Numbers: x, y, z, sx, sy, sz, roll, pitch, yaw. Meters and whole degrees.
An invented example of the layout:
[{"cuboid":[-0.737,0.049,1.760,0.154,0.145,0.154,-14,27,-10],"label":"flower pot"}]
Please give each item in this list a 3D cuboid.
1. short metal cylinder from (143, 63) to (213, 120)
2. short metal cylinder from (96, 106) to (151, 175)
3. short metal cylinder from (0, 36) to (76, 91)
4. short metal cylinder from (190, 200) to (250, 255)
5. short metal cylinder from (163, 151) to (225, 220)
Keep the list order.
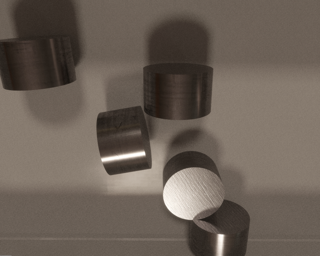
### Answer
[{"cuboid":[0.021,-0.046,0.365,0.081,0.080,0.050,0,110,-1],"label":"short metal cylinder"},{"cuboid":[-0.043,0.016,0.387,0.050,0.080,0.079,-10,110,3],"label":"short metal cylinder"},{"cuboid":[-0.140,-0.076,0.352,0.081,0.080,0.050,-3,110,1],"label":"short metal cylinder"},{"cuboid":[0.083,0.144,0.436,0.081,0.080,0.050,0,111,-1],"label":"short metal cylinder"},{"cuboid":[0.044,0.078,0.428,0.081,0.050,0.079,0,110,-1],"label":"short metal cylinder"}]
